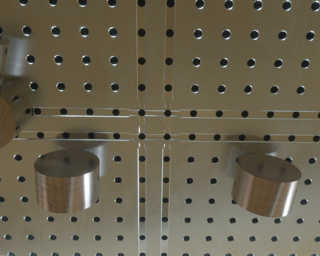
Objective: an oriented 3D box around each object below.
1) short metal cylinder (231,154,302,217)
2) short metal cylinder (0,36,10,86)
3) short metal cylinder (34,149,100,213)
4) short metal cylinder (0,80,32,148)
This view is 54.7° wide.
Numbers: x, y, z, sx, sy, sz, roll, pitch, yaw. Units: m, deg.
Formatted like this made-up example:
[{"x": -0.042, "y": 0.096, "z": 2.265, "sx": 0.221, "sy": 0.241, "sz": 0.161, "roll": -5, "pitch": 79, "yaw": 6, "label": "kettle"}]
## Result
[{"x": 0.140, "y": 0.074, "z": 0.413, "sx": 0.081, "sy": 0.080, "sz": 0.050, "roll": 5, "pitch": 110, "yaw": -2, "label": "short metal cylinder"}, {"x": -0.218, "y": -0.083, "z": 0.351, "sx": 0.080, "sy": 0.080, "sz": 0.050, "roll": 16, "pitch": 109, "yaw": -7, "label": "short metal cylinder"}, {"x": -0.121, "y": 0.067, "z": 0.407, "sx": 0.081, "sy": 0.080, "sz": 0.050, "roll": 4, "pitch": 110, "yaw": -2, "label": "short metal cylinder"}, {"x": -0.212, "y": -0.018, "z": 0.391, "sx": 0.081, "sy": 0.050, "sz": 0.079, "roll": 0, "pitch": 110, "yaw": -1, "label": "short metal cylinder"}]
